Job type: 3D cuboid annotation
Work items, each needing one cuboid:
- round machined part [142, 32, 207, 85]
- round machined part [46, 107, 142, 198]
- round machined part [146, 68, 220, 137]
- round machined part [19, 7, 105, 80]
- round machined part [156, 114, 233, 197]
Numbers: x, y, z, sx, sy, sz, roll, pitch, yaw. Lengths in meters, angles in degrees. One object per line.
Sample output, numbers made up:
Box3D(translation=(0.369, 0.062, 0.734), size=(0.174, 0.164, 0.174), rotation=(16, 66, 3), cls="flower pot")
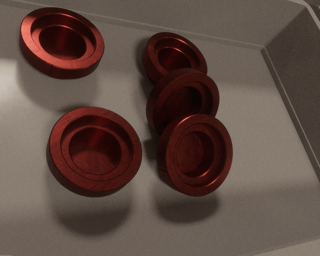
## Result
Box3D(translation=(0.018, -0.092, 0.462), size=(0.099, 0.042, 0.098), rotation=(14, 56, -21), cls="round machined part")
Box3D(translation=(-0.073, 0.029, 0.339), size=(0.099, 0.042, 0.098), rotation=(14, 56, -21), cls="round machined part")
Box3D(translation=(0.026, -0.032, 0.406), size=(0.099, 0.097, 0.042), rotation=(-3, 28, -30), cls="round machined part")
Box3D(translation=(-0.124, -0.100, 0.390), size=(0.099, 0.042, 0.098), rotation=(14, 56, -21), cls="round machined part")
Box3D(translation=(0.038, 0.031, 0.380), size=(0.099, 0.042, 0.097), rotation=(-1, 92, -29), cls="round machined part")
